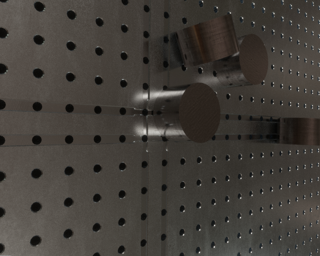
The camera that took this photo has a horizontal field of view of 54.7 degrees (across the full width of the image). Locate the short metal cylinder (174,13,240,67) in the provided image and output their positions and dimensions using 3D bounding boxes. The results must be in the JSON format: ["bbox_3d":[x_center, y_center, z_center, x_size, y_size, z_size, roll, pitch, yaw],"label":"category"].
[{"bbox_3d":[0.065,-0.121,0.430,0.081,0.080,0.050,-30,109,-36],"label":"short metal cylinder"}]

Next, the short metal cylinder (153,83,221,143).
[{"bbox_3d":[0.038,-0.020,0.427,0.081,0.050,0.079,0,90,-40],"label":"short metal cylinder"}]

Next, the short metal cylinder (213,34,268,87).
[{"bbox_3d":[0.133,-0.108,0.507,0.081,0.050,0.079,0,90,-40],"label":"short metal cylinder"}]

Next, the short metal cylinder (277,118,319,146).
[{"bbox_3d":[0.271,0.008,0.605,0.081,0.080,0.050,4,88,-40],"label":"short metal cylinder"}]
